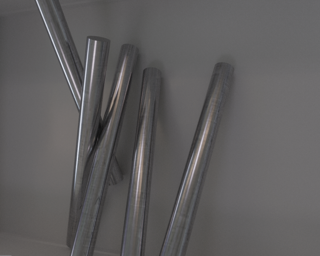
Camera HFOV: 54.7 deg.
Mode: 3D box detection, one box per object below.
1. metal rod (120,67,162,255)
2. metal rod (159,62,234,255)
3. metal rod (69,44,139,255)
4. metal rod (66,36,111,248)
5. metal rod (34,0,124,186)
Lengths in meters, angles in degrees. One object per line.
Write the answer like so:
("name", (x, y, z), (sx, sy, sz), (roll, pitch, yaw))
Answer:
("metal rod", (-0.022, 0.060, 0.352), (0.025, 0.025, 0.299), (-5, 63, 20))
("metal rod", (0.035, 0.059, 0.332), (0.025, 0.025, 0.300), (11, 68, 19))
("metal rod", (-0.067, 0.031, 0.380), (0.025, 0.025, 0.299), (4, 70, 20))
("metal rod", (-0.095, 0.036, 0.394), (0.025, 0.025, 0.298), (22, 116, 18))
("metal rod", (-0.103, -0.060, 0.382), (0.025, 0.025, 0.298), (-9, 112, 20))
